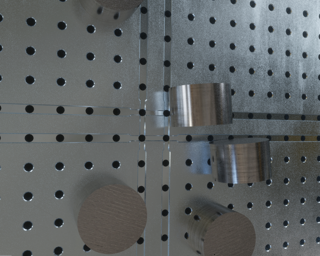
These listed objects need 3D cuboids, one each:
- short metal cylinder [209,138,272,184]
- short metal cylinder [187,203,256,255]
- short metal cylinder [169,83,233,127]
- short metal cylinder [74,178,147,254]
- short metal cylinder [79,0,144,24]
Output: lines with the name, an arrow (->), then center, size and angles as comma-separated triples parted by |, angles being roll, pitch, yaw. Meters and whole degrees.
short metal cylinder -> 0.110, 0.042, 0.426 | 0.081, 0.080, 0.050 | -6, 92, -20
short metal cylinder -> 0.085, 0.151, 0.432 | 0.081, 0.050, 0.079 | 0, 90, -21
short metal cylinder -> 0.053, -0.029, 0.404 | 0.081, 0.080, 0.050 | -4, 92, -20
short metal cylinder -> -0.062, 0.104, 0.377 | 0.081, 0.050, 0.079 | 0, 90, -21
short metal cylinder -> -0.058, -0.175, 0.378 | 0.081, 0.050, 0.079 | 0, 90, -20
